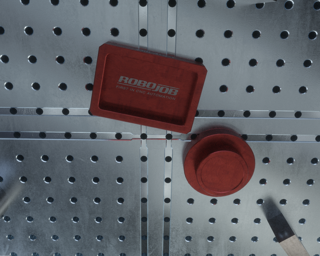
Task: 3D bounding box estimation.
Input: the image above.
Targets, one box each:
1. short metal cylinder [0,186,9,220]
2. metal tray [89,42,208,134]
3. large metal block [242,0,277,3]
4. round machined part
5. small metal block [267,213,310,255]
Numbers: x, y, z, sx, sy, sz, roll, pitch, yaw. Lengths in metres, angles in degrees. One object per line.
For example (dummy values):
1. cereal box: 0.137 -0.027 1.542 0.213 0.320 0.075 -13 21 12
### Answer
1. short metal cylinder: -0.268 0.117 0.441 0.081 0.050 0.079 0 110 0
2. metal tray: -0.016 -0.050 0.392 0.131 0.030 0.089 12 110 -5
3. large metal block: 0.100 -0.178 0.319 0.050 0.080 0.079 16 109 -6
4. round machined part: 0.082 0.053 0.425 0.099 0.042 0.097 0 110 0
5. small metal block: 0.192 0.165 0.463 0.025 0.050 0.050 -34 107 12
